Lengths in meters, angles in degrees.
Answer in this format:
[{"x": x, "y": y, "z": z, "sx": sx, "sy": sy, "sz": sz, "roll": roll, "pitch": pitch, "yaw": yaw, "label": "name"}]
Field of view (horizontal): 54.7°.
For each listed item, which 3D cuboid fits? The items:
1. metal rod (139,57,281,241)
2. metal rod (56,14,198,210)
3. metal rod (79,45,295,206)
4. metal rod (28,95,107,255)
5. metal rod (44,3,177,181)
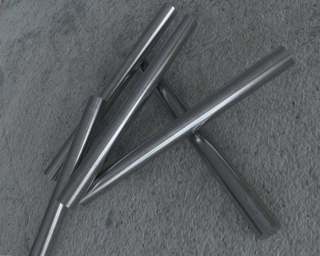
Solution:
[{"x": 0.039, "y": 0.000, "z": 0.383, "sx": 0.025, "sy": 0.025, "sz": 0.300, "roll": -36, "pitch": 51, "yaw": 4, "label": "metal rod"}, {"x": -0.035, "y": -0.031, "z": 0.406, "sx": 0.025, "sy": 0.025, "sz": 0.300, "roll": 21, "pitch": 71, "yaw": 36, "label": "metal rod"}, {"x": 0.015, "y": 0.007, "z": 0.362, "sx": 0.300, "sy": 0.025, "sz": 0.025, "roll": -35, "pitch": 51, "yaw": 16, "label": "metal rod"}, {"x": -0.128, "y": 0.099, "z": 0.387, "sx": 0.025, "sy": 0.025, "sz": 0.299, "roll": 8, "pitch": 73, "yaw": 32, "label": "metal rod"}, {"x": -0.070, "y": -0.053, "z": 0.450, "sx": 0.025, "sy": 0.025, "sz": 0.299, "roll": 33, "pitch": 87, "yaw": 38, "label": "metal rod"}]
